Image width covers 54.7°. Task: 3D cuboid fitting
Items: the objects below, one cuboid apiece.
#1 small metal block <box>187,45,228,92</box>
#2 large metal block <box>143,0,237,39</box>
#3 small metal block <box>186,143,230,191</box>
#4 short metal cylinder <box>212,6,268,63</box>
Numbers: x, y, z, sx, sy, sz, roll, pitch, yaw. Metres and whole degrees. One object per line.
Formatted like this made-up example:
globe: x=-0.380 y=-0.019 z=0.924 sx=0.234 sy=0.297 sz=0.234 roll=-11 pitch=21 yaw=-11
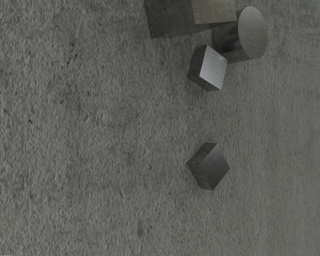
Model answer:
small metal block: x=0.072 y=-0.088 z=0.464 sx=0.050 sy=0.025 sz=0.050 roll=24 pitch=75 yaw=-38
large metal block: x=0.039 y=-0.152 z=0.401 sx=0.081 sy=0.080 sz=0.050 roll=-20 pitch=103 yaw=-38
small metal block: x=0.074 y=0.057 z=0.466 sx=0.050 sy=0.025 sz=0.050 roll=-43 pitch=116 yaw=-31
short metal cylinder: x=0.128 y=-0.146 z=0.495 sx=0.081 sy=0.050 sz=0.080 roll=0 pitch=90 yaw=-40
